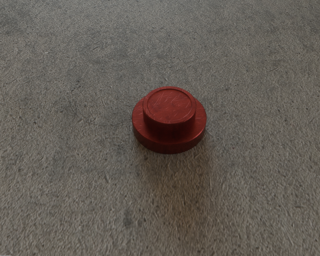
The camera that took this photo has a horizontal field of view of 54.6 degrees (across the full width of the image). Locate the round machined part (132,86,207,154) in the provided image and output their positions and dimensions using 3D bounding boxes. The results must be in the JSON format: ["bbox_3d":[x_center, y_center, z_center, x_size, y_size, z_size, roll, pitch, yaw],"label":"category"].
[{"bbox_3d":[0.012,-0.017,0.407,0.099,0.042,0.098,0,50,0],"label":"round machined part"}]
